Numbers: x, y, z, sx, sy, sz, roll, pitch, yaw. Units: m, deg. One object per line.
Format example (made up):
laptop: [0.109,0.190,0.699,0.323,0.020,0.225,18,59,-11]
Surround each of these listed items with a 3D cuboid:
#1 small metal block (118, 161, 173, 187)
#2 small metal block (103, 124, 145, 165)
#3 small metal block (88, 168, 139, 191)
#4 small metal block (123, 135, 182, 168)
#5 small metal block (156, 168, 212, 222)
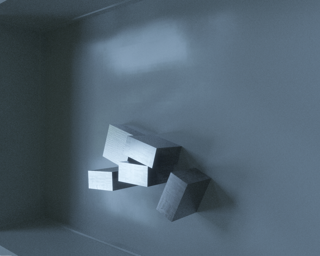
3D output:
small metal block: [-0.018,0.057,0.404,0.050,0.050,0.025,2,92,39]
small metal block: [-0.052,0.026,0.448,0.050,0.025,0.050,23,104,37]
small metal block: [-0.066,0.072,0.443,0.050,0.050,0.025,-4,88,39]
small metal block: [-0.009,0.028,0.396,0.050,0.050,0.025,21,103,38]
small metal block: [0.029,0.077,0.365,0.025,0.050,0.050,32,110,35]
